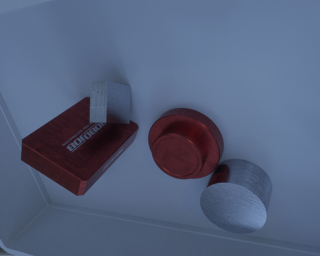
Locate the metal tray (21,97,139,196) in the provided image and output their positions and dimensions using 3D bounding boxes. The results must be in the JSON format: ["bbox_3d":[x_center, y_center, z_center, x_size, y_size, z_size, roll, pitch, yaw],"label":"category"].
[{"bbox_3d":[-0.098,0.017,0.401,0.090,0.131,0.030,30,128,8],"label":"metal tray"}]

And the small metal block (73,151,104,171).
[{"bbox_3d":[-0.118,0.039,0.493,0.050,0.025,0.050,-20,108,35],"label":"small metal block"}]

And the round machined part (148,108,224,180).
[{"bbox_3d":[0.029,0.027,0.398,0.098,0.042,0.097,13,124,20],"label":"round machined part"}]

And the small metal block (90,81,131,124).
[{"bbox_3d":[-0.062,-0.031,0.393,0.025,0.050,0.050,1,89,27],"label":"small metal block"}]

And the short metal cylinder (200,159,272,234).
[{"bbox_3d":[0.097,0.086,0.394,0.080,0.050,0.079,13,124,20],"label":"short metal cylinder"}]
